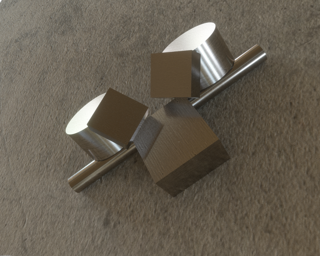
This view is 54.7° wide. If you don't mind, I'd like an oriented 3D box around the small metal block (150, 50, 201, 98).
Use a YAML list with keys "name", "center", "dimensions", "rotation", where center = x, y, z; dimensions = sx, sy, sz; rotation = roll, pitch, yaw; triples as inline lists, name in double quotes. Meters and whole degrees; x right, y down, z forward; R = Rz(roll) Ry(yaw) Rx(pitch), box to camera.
- name: "small metal block"
  center: [0.018, -0.059, 0.351]
  dimensions: [0.050, 0.025, 0.050]
  rotation: [2, 93, 29]

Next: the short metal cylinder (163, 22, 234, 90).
- name: "short metal cylinder"
  center: [0.047, -0.091, 0.400]
  dimensions: [0.080, 0.050, 0.080]
  rotation: [-28, 29, 18]

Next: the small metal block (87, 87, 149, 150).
- name: "small metal block"
  center: [-0.047, -0.010, 0.355]
  dimensions: [0.050, 0.025, 0.050]
  rotation: [27, 74, 4]

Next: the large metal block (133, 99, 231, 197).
- name: "large metal block"
  center: [0.021, 0.020, 0.363]
  dimensions: [0.080, 0.050, 0.080]
  rotation: [-36, 51, 4]

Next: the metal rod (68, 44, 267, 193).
- name: "metal rod"
  center: [0.007, -0.010, 0.406]
  dimensions: [0.300, 0.025, 0.025]
  rotation: [-35, 52, 4]

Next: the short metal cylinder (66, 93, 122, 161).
- name: "short metal cylinder"
  center: [-0.076, -0.003, 0.412]
  dimensions: [0.080, 0.050, 0.080]
  rotation: [-28, 29, 18]
